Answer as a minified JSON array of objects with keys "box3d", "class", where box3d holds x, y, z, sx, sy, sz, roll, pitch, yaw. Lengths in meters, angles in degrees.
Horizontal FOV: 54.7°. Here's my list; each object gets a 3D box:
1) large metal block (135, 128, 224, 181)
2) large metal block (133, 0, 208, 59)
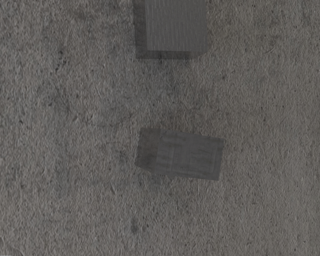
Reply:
[{"box3d":[0.021,0.031,0.388,0.081,0.080,0.050,9,87,-20],"class":"large metal block"},{"box3d":[0.012,-0.134,0.400,0.081,0.050,0.079,-4,92,-20],"class":"large metal block"}]
